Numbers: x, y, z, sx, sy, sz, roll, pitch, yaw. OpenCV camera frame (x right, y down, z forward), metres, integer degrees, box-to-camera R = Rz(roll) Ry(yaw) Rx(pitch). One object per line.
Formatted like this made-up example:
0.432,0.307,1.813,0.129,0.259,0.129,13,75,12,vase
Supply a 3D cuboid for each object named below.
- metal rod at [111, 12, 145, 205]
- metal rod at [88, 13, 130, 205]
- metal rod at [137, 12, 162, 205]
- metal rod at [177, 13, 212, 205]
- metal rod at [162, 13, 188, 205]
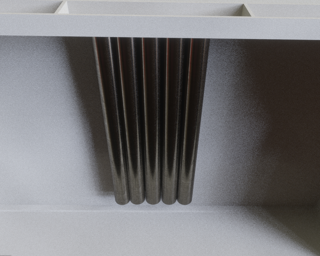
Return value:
-0.036,0.001,0.408,0.025,0.025,0.298,0,130,0,metal rod
-0.060,0.002,0.408,0.025,0.025,0.298,0,130,0,metal rod
-0.011,0.001,0.408,0.025,0.025,0.298,0,130,0,metal rod
0.040,0.002,0.409,0.025,0.025,0.298,0,130,0,metal rod
0.015,0.002,0.409,0.025,0.025,0.298,0,130,0,metal rod
